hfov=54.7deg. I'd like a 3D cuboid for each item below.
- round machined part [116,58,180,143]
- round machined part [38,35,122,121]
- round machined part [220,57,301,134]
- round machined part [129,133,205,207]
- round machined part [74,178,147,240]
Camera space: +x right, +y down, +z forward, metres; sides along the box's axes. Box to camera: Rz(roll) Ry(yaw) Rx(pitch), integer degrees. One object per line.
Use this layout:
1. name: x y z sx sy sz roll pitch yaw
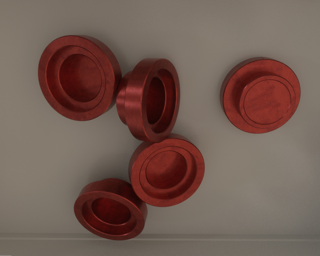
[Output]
1. round machined part: -0.015 -0.033 0.367 0.042 0.099 0.097 8 113 27
2. round machined part: -0.090 -0.060 0.369 0.098 0.042 0.097 5 108 16
3. round machined part: 0.129 -0.038 0.390 0.099 0.042 0.097 0 110 -1
4. round machined part: 0.006 0.052 0.414 0.099 0.042 0.097 -5 109 -14
5. round machined part: -0.065 0.109 0.432 0.099 0.042 0.097 6 125 8
